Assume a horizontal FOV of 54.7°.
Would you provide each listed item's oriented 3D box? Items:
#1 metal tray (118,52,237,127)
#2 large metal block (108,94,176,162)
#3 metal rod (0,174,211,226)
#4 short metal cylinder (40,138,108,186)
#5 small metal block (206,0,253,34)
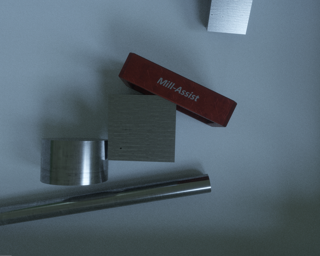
[{"bbox_3d":[0.020,-0.042,0.379,0.131,0.090,0.030,25,90,-1],"label":"metal tray"},{"bbox_3d":[-0.021,-0.002,0.392,0.080,0.050,0.079,2,97,2],"label":"large metal block"},{"bbox_3d":[-0.084,0.097,0.410,0.302,0.025,0.025,-9,90,-1],"label":"metal rod"},{"bbox_3d":[-0.104,0.039,0.383,0.081,0.080,0.050,2,90,-1],"label":"short metal cylinder"},{"bbox_3d":[0.089,-0.152,0.402,0.050,0.025,0.050,5,119,-1],"label":"small metal block"}]
